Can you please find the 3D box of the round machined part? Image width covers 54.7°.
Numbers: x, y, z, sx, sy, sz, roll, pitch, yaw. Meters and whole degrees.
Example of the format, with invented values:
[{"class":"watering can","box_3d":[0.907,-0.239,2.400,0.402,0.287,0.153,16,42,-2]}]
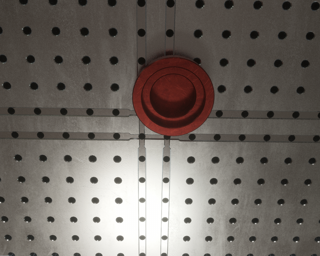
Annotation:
[{"class":"round machined part","box_3d":[0.016,-0.042,0.389,0.099,0.042,0.097,0,110,-1]}]
